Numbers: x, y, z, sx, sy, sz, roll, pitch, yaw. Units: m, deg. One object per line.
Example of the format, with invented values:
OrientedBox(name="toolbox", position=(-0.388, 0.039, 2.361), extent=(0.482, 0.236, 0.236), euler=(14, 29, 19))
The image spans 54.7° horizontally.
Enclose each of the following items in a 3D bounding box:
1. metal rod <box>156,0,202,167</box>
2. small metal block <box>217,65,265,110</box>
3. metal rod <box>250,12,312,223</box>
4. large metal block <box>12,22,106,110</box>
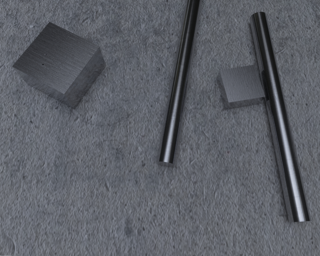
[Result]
OrientedBox(name="metal rod", position=(0.033, -0.092, 0.442), extent=(0.025, 0.025, 0.299), euler=(9, 70, 3))
OrientedBox(name="small metal block", position=(0.111, -0.057, 0.430), extent=(0.050, 0.025, 0.050), euler=(-9, 70, -4))
OrientedBox(name="metal rod", position=(0.158, -0.028, 0.420), extent=(0.025, 0.025, 0.299), euler=(-3, 70, -2))
OrientedBox(name="large metal block", position=(-0.134, -0.085, 0.424), extent=(0.080, 0.050, 0.080), euler=(28, 72, 9))
